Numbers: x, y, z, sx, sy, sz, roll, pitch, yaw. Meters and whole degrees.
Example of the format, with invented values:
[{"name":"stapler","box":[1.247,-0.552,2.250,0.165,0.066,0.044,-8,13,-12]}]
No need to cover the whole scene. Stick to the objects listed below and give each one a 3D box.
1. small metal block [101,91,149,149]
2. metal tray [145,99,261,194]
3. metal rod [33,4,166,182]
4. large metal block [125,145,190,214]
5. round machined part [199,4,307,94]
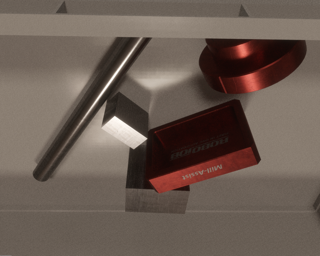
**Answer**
[{"name":"small metal block","box":[-0.042,-0.010,0.384,0.050,0.050,0.025,36,121,-27]},{"name":"metal tray","box":[0.047,0.021,0.385,0.130,0.090,0.030,-20,128,15]},{"name":"metal rod","box":[-0.092,-0.023,0.388,0.025,0.025,0.299,28,124,-22]},{"name":"large metal block","box":[-0.005,0.070,0.433,0.081,0.080,0.050,3,130,-3]},{"name":"round machined part","box":[0.082,-0.080,0.294,0.098,0.098,0.042,-21,127,16]}]
